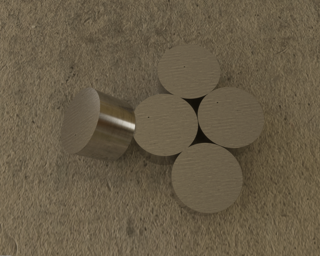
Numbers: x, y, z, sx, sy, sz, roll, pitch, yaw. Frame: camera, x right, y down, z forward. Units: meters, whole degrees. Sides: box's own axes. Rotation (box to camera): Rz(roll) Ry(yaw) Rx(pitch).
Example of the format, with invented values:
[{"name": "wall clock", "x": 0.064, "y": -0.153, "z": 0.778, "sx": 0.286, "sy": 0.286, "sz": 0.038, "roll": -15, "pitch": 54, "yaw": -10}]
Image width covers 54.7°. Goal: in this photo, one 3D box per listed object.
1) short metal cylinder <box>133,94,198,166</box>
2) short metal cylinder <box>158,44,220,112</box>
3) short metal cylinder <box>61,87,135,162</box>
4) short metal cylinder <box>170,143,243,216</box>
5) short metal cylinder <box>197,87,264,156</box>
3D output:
[{"name": "short metal cylinder", "x": 0.005, "y": 0.003, "z": 0.395, "sx": 0.081, "sy": 0.050, "sz": 0.080, "roll": 0, "pitch": 70, "yaw": 0}, {"name": "short metal cylinder", "x": 0.037, "y": -0.065, "z": 0.420, "sx": 0.081, "sy": 0.050, "sz": 0.080, "roll": 0, "pitch": 70, "yaw": 0}, {"name": "short metal cylinder", "x": -0.076, "y": -0.003, "z": 0.375, "sx": 0.080, "sy": 0.050, "sz": 0.080, "roll": -20, "pitch": 61, "yaw": 40}, {"name": "short metal cylinder", "x": 0.053, "y": 0.063, "z": 0.373, "sx": 0.081, "sy": 0.050, "sz": 0.080, "roll": 0, "pitch": 70, "yaw": 0}, {"name": "short metal cylinder", "x": 0.086, "y": -0.006, "z": 0.399, "sx": 0.081, "sy": 0.050, "sz": 0.080, "roll": 0, "pitch": 70, "yaw": 0}]
